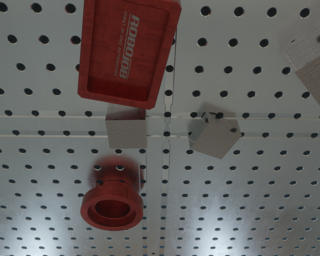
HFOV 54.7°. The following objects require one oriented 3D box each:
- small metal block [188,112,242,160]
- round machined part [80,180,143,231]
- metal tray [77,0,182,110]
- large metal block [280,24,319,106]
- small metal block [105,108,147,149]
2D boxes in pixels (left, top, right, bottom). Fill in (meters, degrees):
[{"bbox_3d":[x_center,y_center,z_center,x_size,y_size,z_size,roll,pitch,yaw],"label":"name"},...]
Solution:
[{"bbox_3d":[0.074,0.011,0.423,0.050,0.025,0.050,19,127,-16],"label":"small metal block"},{"bbox_3d":[-0.076,0.123,0.504,0.099,0.042,0.097,-1,130,0],"label":"round machined part"},{"bbox_3d":[-0.037,-0.085,0.335,0.091,0.030,0.129,10,130,-9],"label":"metal tray"},{"bbox_3d":[0.194,-0.072,0.337,0.080,0.050,0.080,-36,122,26],"label":"large metal block"},{"bbox_3d":[-0.043,0.001,0.412,0.050,0.025,0.050,-1,130,0],"label":"small metal block"}]
